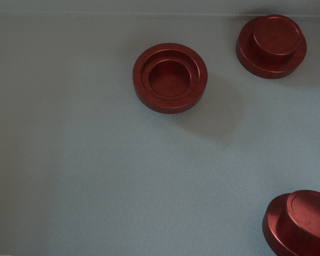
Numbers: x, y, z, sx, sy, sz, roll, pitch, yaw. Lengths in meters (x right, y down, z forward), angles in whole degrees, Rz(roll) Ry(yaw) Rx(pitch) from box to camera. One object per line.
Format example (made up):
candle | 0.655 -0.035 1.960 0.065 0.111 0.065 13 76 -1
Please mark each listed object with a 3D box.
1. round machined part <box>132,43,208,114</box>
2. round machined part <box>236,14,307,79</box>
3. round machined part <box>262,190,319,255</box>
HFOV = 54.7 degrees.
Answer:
round machined part | 0.013 -0.063 0.424 0.099 0.042 0.098 0 70 -1
round machined part | 0.164 -0.124 0.448 0.099 0.042 0.098 0 70 -1
round machined part | 0.167 0.106 0.338 0.099 0.042 0.098 3 34 -2
